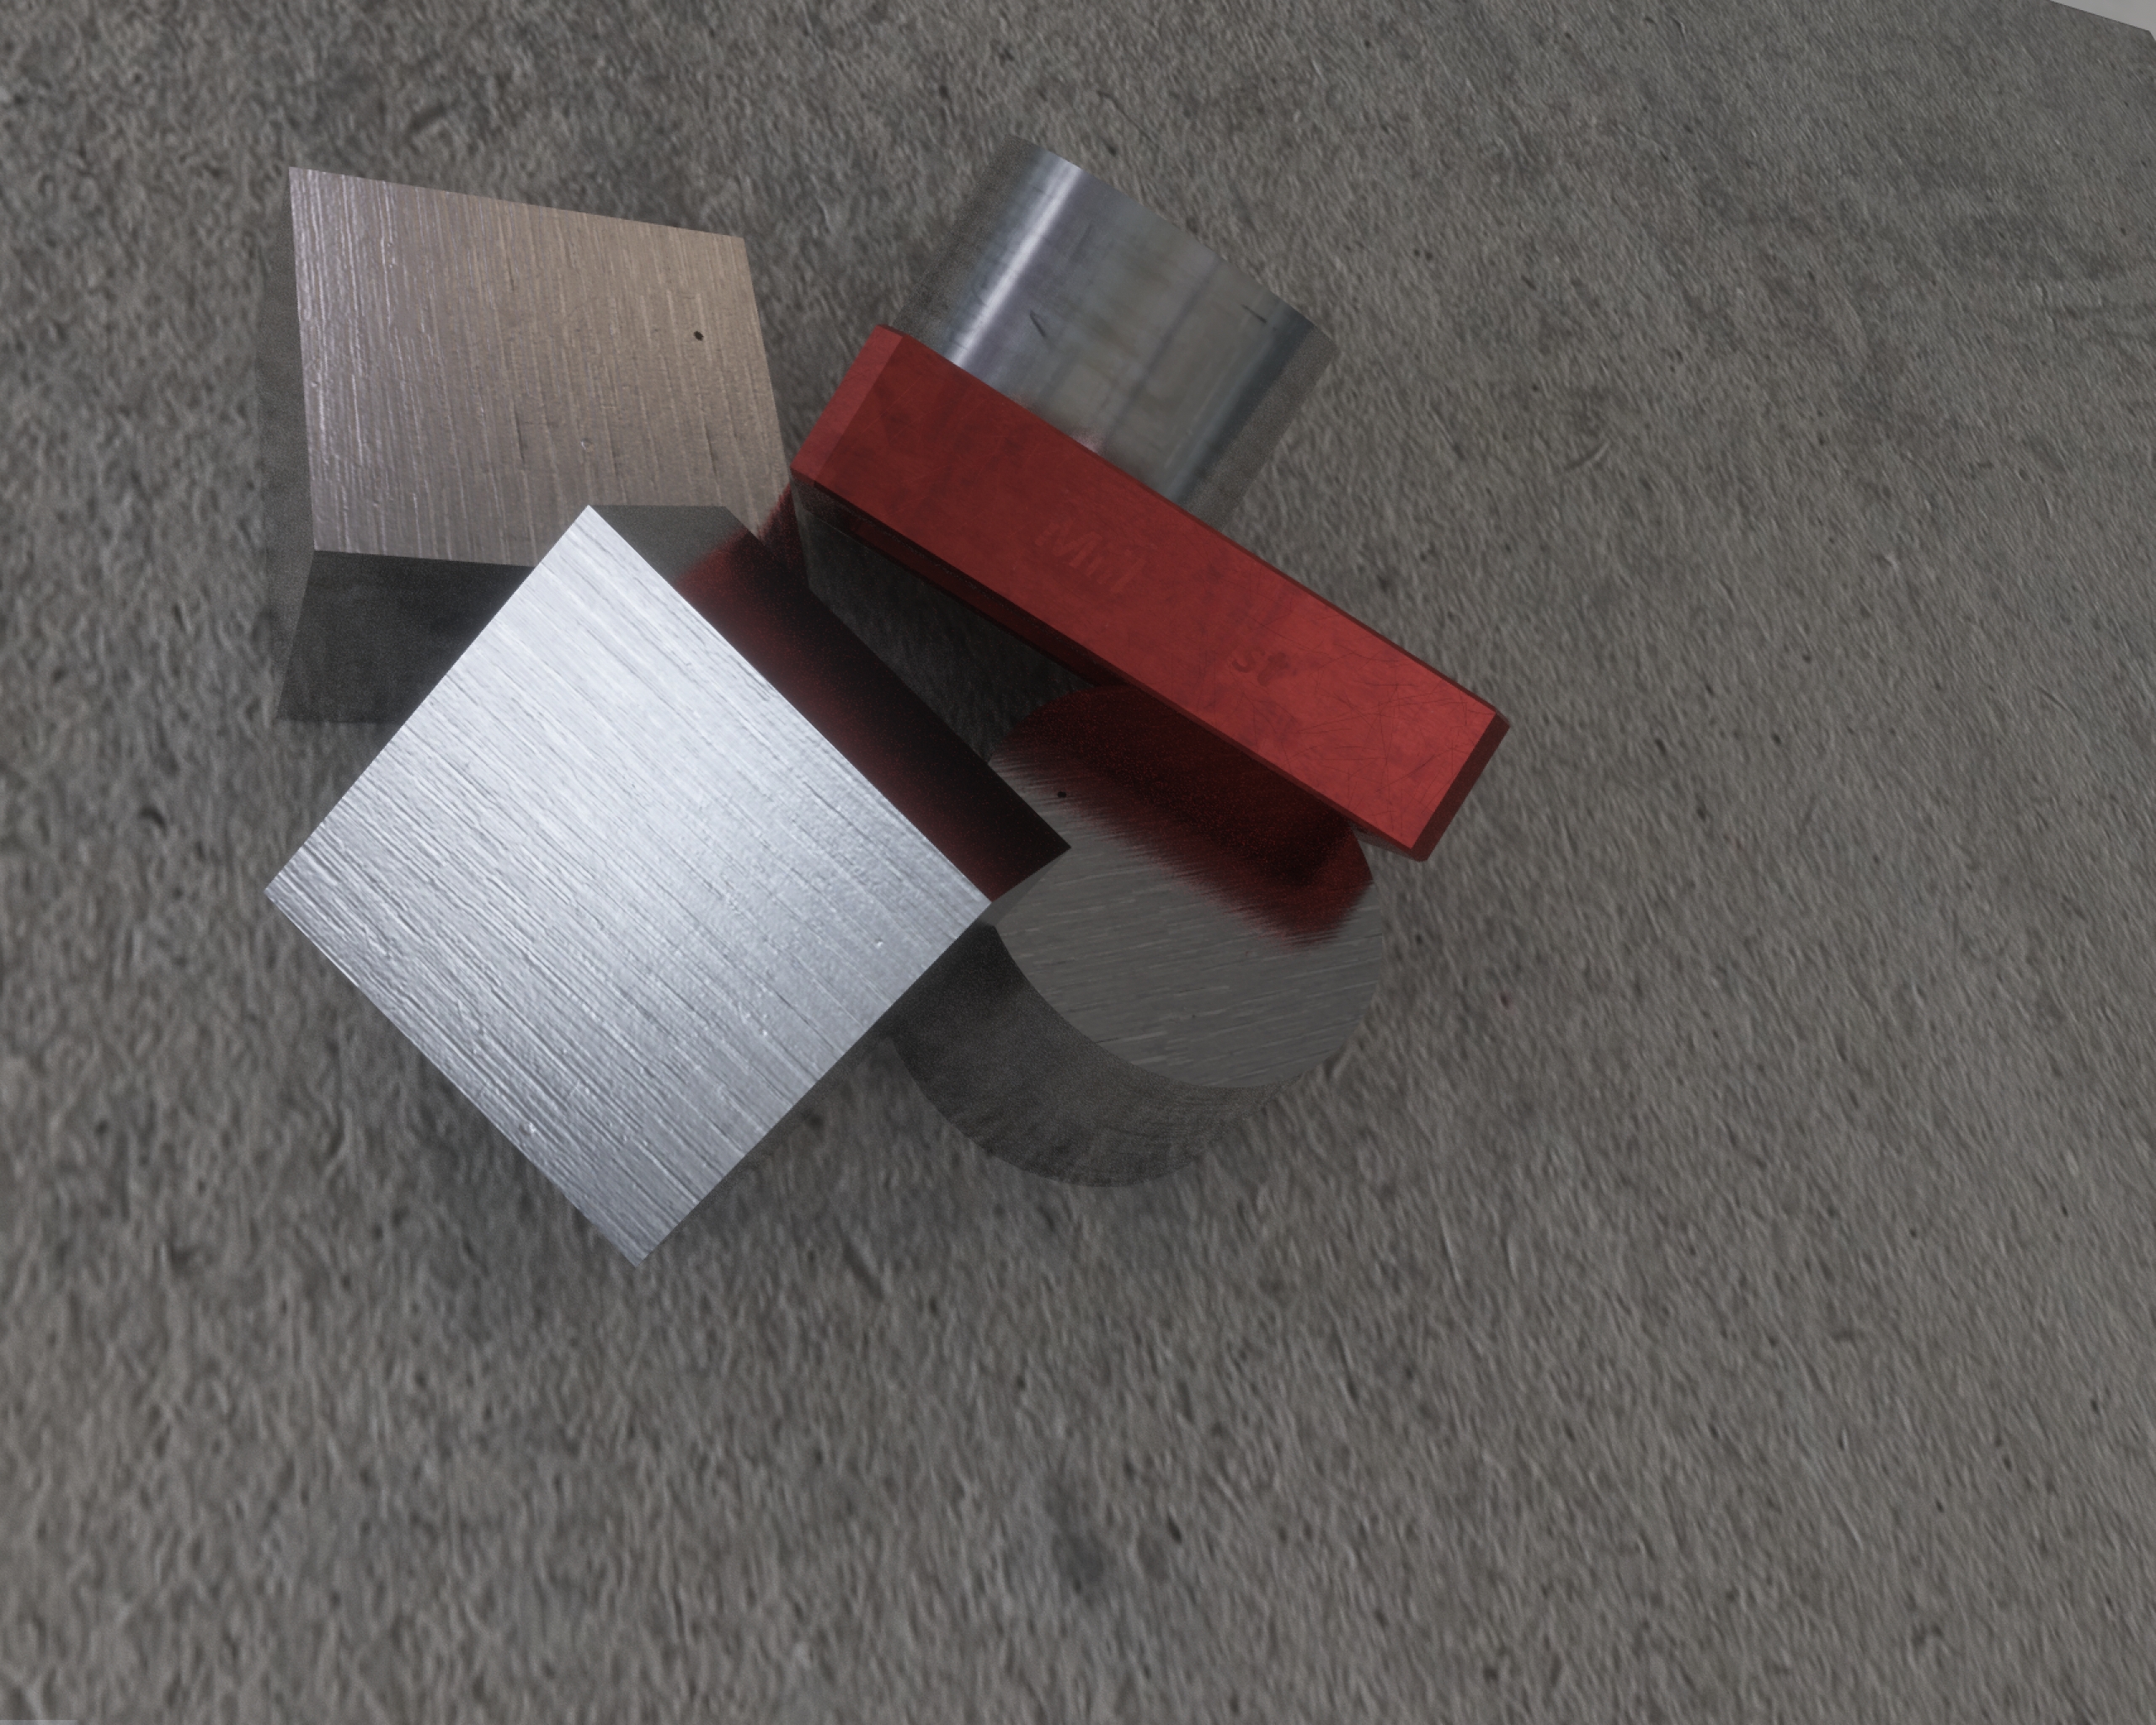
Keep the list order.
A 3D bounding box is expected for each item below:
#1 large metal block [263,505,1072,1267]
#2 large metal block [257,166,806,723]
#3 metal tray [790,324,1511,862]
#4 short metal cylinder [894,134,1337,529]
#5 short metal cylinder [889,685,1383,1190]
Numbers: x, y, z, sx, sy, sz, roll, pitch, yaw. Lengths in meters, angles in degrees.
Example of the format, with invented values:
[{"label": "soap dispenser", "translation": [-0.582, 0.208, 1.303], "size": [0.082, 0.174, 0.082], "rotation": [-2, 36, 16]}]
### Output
[{"label": "large metal block", "translation": [-0.062, 0.001, 0.327], "size": [0.080, 0.080, 0.050], "rotation": [45, 15, 2]}, {"label": "large metal block", "translation": [-0.101, -0.071, 0.376], "size": [0.081, 0.050, 0.080], "rotation": [1, 61, -28]}, {"label": "metal tray", "translation": [0.010, -0.049, 0.400], "size": [0.130, 0.090, 0.030], "rotation": [31, 92, -8]}, {"label": "short metal cylinder", "translation": [0.006, -0.106, 0.432], "size": [0.080, 0.050, 0.080], "rotation": [31, 11, -6]}, {"label": "short metal cylinder", "translation": [0.009, 0.014, 0.386], "size": [0.081, 0.050, 0.080], "rotation": [14, 56, -21]}]
